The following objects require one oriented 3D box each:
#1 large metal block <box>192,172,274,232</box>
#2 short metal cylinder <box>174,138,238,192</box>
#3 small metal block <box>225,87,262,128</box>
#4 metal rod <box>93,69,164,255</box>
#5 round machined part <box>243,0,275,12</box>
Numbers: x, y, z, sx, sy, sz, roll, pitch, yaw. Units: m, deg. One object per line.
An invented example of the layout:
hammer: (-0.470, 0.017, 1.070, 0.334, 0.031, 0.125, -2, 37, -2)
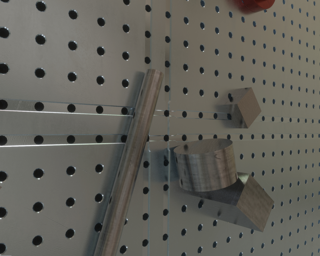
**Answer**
large metal block: (0.110, 0.106, 0.466, 0.080, 0.080, 0.050, 45, 63, -31)
short metal cylinder: (0.063, 0.048, 0.426, 0.081, 0.080, 0.050, -17, 101, -39)
small metal block: (0.143, -0.034, 0.529, 0.050, 0.025, 0.050, -45, 117, -31)
metal rod: (-0.044, 0.070, 0.372, 0.025, 0.025, 0.299, 24, 75, -38)
round machined part: (0.183, -0.262, 0.551, 0.099, 0.042, 0.097, 0, 90, -40)
